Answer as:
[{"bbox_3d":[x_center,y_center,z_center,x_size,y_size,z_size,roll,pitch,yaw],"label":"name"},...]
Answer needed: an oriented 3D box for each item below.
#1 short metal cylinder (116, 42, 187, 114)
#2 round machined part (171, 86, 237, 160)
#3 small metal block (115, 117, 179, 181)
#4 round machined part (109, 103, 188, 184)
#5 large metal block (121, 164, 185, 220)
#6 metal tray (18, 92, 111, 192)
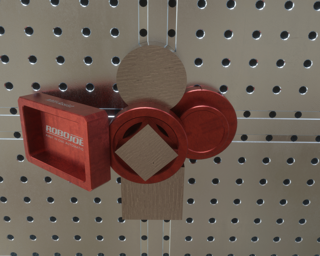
[{"bbox_3d":[-0.010,-0.062,0.376,0.081,0.050,0.079,0,110,0],"label":"short metal cylinder"},{"bbox_3d":[0.052,-0.002,0.402,0.099,0.042,0.097,0,110,0],"label":"round machined part"},{"bbox_3d":[-0.015,0.024,0.356,0.050,0.025,0.050,-40,106,13],"label":"small metal block"},{"bbox_3d":[-0.017,0.016,0.379,0.099,0.042,0.097,0,110,0],"label":"round machined part"},{"bbox_3d":[-0.010,0.077,0.425,0.081,0.050,0.079,1,110,-1],"label":"large metal block"},{"bbox_3d":[-0.118,0.013,0.376,0.130,0.030,0.089,15,115,34],"label":"metal tray"}]
